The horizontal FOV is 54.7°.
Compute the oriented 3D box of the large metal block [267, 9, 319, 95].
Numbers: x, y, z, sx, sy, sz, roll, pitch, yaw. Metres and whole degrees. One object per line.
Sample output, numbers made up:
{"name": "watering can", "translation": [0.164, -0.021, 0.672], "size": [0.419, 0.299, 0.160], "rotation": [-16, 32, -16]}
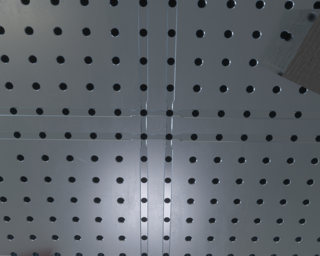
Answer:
{"name": "large metal block", "translation": [0.192, -0.086, 0.370], "size": [0.080, 0.050, 0.080], "rotation": [23, 108, -9]}
